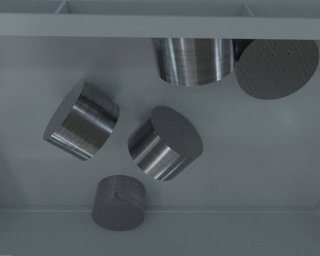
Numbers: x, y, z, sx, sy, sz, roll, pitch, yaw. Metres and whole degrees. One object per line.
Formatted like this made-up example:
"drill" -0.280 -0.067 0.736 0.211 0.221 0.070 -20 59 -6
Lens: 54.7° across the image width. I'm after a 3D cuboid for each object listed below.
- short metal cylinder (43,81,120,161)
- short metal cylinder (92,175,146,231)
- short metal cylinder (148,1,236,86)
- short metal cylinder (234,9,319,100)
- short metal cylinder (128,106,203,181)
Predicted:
"short metal cylinder" -0.092 -0.008 0.365 0.050 0.080 0.080 35 122 -26
"short metal cylinder" -0.064 0.120 0.494 0.081 0.050 0.079 0 130 0
"short metal cylinder" 0.033 -0.084 0.302 0.080 0.080 0.050 -7 130 6
"short metal cylinder" 0.117 -0.077 0.328 0.081 0.050 0.079 0 130 0
"short metal cylinder" 0.007 0.019 0.389 0.080 0.080 0.050 29 124 -23
